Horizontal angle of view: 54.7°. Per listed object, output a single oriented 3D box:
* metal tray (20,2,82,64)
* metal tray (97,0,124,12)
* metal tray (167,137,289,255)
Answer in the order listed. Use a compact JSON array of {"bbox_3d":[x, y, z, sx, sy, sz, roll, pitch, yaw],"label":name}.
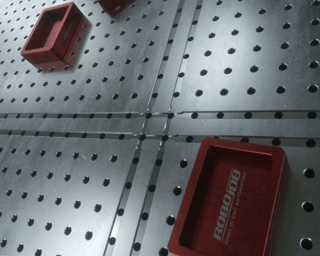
[{"bbox_3d":[-0.223,-0.196,0.639,0.090,0.030,0.130,0,61,27],"label":"metal tray"},{"bbox_3d":[-0.076,-0.303,0.629,0.130,0.030,0.090,-32,52,6],"label":"metal tray"},{"bbox_3d":[0.072,0.078,0.318,0.090,0.030,0.130,8,65,31],"label":"metal tray"}]
